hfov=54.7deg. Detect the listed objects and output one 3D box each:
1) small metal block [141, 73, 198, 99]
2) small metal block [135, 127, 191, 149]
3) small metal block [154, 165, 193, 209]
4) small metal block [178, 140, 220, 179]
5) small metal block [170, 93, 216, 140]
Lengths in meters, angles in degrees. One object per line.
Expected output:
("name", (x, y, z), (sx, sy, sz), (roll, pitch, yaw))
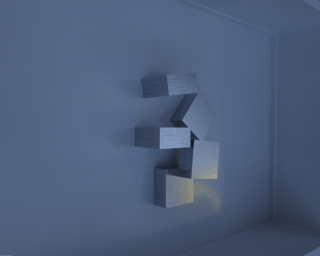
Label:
("small metal block", (0.012, -0.055, 0.400), (0.050, 0.050, 0.025), (-12, 98, -39))
("small metal block", (0.003, 0.012, 0.393), (0.050, 0.050, 0.025), (0, 90, -40))
("small metal block", (0.019, 0.078, 0.422), (0.050, 0.025, 0.050), (0, 90, -40))
("small metal block", (0.053, 0.042, 0.418), (0.050, 0.025, 0.050), (8, 85, -39))
("small metal block", (0.049, -0.014, 0.447), (0.050, 0.025, 0.050), (46, 63, -30))
